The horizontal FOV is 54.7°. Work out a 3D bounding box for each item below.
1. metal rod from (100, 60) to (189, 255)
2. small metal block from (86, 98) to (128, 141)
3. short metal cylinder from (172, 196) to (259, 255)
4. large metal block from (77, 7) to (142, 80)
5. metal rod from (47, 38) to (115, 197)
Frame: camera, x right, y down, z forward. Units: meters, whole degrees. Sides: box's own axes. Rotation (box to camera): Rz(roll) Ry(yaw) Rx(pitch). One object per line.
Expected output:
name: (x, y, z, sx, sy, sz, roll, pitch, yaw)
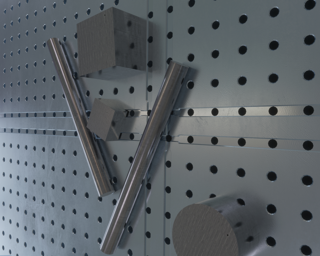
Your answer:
metal rod: (-0.027, 0.052, 0.431, 0.025, 0.025, 0.298, 34, 111, 35)
small metal block: (-0.083, -0.013, 0.478, 0.050, 0.025, 0.050, 32, 110, 35)
short metal cylinder: (0.061, 0.119, 0.343, 0.080, 0.050, 0.079, 0, 90, 40)
large metal block: (-0.075, -0.119, 0.455, 0.080, 0.050, 0.080, -6, 86, 40)
metal rod: (-0.138, -0.028, 0.523, 0.025, 0.025, 0.299, -37, 68, 34)
